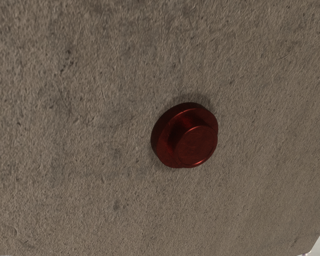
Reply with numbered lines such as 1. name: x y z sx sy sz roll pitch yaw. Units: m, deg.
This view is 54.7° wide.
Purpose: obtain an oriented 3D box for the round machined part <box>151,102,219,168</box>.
1. round machined part: 0.040 0.017 0.430 0.099 0.042 0.097 -14 125 -21
